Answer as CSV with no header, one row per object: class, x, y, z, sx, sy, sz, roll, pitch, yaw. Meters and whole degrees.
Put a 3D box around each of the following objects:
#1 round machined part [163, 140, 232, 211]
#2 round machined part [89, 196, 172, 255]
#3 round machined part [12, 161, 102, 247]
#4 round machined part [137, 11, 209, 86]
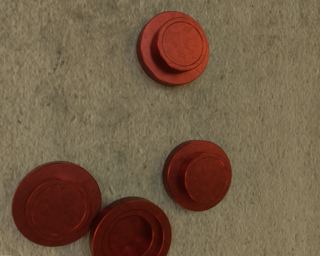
round machined part,0.057,0.065,0.422,0.099,0.042,0.097,0,90,-21
round machined part,-0.039,0.133,0.385,0.099,0.042,0.097,-1,92,-23
round machined part,-0.117,0.089,0.358,0.099,0.042,0.097,0,90,-20
round machined part,0.022,-0.106,0.409,0.099,0.042,0.097,0,90,-21
